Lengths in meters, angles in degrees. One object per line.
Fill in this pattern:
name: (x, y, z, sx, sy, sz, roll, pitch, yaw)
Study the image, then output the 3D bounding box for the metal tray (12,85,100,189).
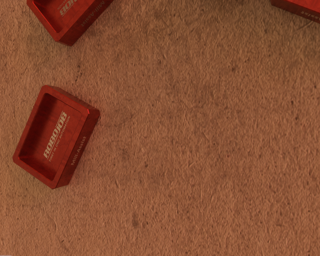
metal tray: (-0.156, 0.013, 0.461, 0.090, 0.030, 0.129, 29, 99, 17)

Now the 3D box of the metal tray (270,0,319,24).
metal tray: (0.200, -0.159, 0.336, 0.130, 0.030, 0.090, 30, 100, 17)

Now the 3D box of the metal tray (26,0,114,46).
metal tray: (-0.123, -0.196, 0.449, 0.130, 0.030, 0.090, -42, 77, 15)
